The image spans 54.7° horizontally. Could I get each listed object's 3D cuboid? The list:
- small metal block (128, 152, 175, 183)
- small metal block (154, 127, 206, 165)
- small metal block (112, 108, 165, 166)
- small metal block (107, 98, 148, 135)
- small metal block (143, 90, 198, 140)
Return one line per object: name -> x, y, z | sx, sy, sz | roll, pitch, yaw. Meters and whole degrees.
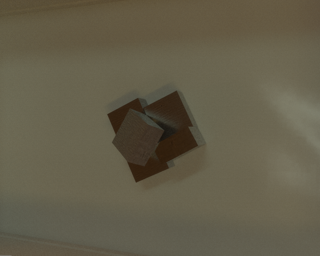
small metal block -> -0.016, 0.039, 0.414 | 0.050, 0.025, 0.050 | -26, 82, 17
small metal block -> 0.025, 0.021, 0.386 | 0.050, 0.050, 0.025 | -29, 81, 16
small metal block -> -0.028, 0.011, 0.378 | 0.050, 0.025, 0.050 | 40, 105, 50
small metal block -> -0.036, -0.007, 0.421 | 0.050, 0.025, 0.050 | -26, 82, 17
small metal block -> 0.014, -0.014, 0.403 | 0.050, 0.025, 0.050 | -26, 82, 17
